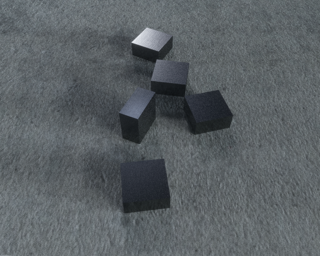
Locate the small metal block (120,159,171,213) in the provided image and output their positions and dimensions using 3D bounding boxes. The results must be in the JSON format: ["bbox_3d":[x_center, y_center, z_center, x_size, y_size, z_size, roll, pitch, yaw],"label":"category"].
[{"bbox_3d":[-0.017,0.065,0.349,0.050,0.025,0.050,-5,50,-5],"label":"small metal block"}]

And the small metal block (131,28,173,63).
[{"bbox_3d":[-0.012,-0.139,0.520,0.050,0.025,0.050,22,53,17],"label":"small metal block"}]

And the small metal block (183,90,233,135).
[{"bbox_3d":[0.064,-0.022,0.423,0.050,0.025,0.050,-11,51,-10],"label":"small metal block"}]

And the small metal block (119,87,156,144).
[{"bbox_3d":[-0.027,-0.016,0.400,0.025,0.050,0.050,19,53,15],"label":"small metal block"}]

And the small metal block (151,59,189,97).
[{"bbox_3d":[0.016,-0.076,0.467,0.050,0.025,0.050,7,50,5],"label":"small metal block"}]
